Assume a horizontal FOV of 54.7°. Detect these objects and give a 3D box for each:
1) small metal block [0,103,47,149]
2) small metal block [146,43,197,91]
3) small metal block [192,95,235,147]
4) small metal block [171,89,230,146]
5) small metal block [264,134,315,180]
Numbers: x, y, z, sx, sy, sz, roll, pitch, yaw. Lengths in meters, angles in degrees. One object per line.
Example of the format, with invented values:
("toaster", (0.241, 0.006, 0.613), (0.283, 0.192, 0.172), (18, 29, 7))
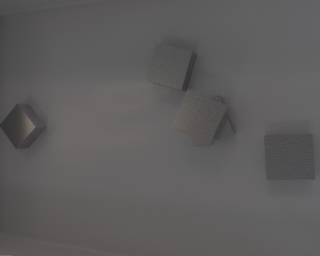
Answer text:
("small metal block", (-0.215, -0.003, 0.487), (0.050, 0.025, 0.050), (-45, 76, 14))
("small metal block", (0.015, -0.079, 0.405), (0.050, 0.025, 0.050), (17, 96, 19))
("small metal block", (0.061, -0.008, 0.389), (0.050, 0.025, 0.050), (-21, 83, 18))
("small metal block", (0.048, -0.012, 0.367), (0.050, 0.025, 0.050), (26, 98, 18))
("small metal block", (0.149, 0.033, 0.358), (0.050, 0.025, 0.050), (-3, 89, 20))
